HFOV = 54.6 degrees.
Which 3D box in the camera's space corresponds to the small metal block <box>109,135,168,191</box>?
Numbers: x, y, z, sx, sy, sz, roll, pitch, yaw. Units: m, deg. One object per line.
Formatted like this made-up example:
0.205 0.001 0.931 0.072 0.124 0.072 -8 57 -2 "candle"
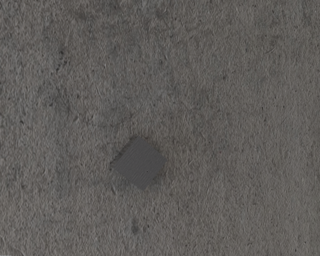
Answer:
-0.028 0.044 0.399 0.050 0.025 0.050 42 77 -15 "small metal block"
